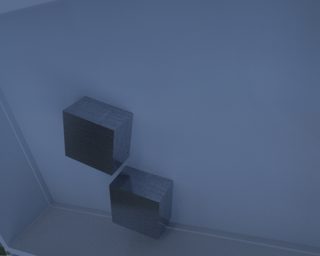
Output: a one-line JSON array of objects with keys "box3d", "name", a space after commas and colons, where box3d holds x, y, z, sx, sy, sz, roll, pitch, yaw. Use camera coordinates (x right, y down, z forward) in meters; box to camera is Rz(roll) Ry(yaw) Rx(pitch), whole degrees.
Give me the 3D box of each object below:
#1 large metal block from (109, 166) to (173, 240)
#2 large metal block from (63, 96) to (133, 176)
[{"box3d": [-0.028, 0.114, 0.478, 0.080, 0.050, 0.079, 15, 125, 20], "name": "large metal block"}, {"box3d": [-0.089, 0.010, 0.446, 0.080, 0.050, 0.079, 20, 126, 16], "name": "large metal block"}]
